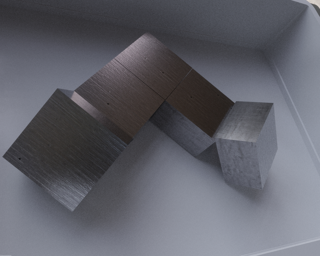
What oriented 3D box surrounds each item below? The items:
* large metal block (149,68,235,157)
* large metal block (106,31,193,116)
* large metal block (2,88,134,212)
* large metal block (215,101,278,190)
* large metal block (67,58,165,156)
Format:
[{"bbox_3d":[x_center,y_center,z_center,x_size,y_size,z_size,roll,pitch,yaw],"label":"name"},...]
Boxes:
[{"bbox_3d":[0.047,-0.022,0.425,0.080,0.050,0.080,39,51,-2],"label":"large metal block"},{"bbox_3d":[-0.016,-0.073,0.423,0.080,0.050,0.080,39,51,-2],"label":"large metal block"},{"bbox_3d":[-0.085,0.019,0.302,0.080,0.050,0.080,39,94,-2],"label":"large metal block"},{"bbox_3d":[0.118,0.021,0.411,0.080,0.050,0.080,-52,136,-39],"label":"large metal block"},{"bbox_3d":[-0.055,-0.023,0.372,0.080,0.050,0.080,39,51,-2],"label":"large metal block"}]
